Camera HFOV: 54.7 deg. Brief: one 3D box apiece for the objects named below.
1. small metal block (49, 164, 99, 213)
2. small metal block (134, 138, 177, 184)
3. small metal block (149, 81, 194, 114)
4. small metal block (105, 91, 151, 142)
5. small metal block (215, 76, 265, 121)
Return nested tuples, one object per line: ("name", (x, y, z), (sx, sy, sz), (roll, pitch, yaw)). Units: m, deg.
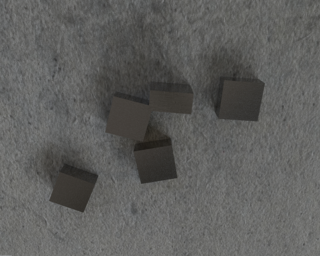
("small metal block", (-0.122, 0.085, 0.440), (0.050, 0.025, 0.050), (22, 108, -9))
("small metal block", (-0.006, 0.045, 0.427), (0.050, 0.025, 0.050), (-10, 110, 3))
("small metal block", (0.013, -0.038, 0.383), (0.050, 0.050, 0.025), (4, 110, -2))
("small metal block", (-0.040, -0.015, 0.404), (0.050, 0.025, 0.050), (14, 109, -6))
("small metal block", (0.101, -0.038, 0.397), (0.050, 0.025, 0.050), (4, 110, -2))
